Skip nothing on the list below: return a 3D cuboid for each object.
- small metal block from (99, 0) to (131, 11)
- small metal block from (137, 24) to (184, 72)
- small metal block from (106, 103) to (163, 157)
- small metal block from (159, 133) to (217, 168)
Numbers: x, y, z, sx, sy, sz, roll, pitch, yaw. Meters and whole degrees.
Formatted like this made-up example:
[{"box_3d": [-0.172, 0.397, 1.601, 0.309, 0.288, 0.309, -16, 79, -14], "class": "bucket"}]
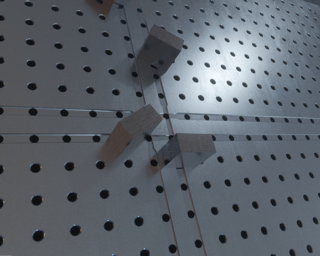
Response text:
[{"box_3d": [-0.078, -0.223, 0.502, 0.050, 0.025, 0.050, 44, 51, 2], "class": "small metal block"}, {"box_3d": [0.001, -0.119, 0.464, 0.050, 0.050, 0.025, 25, 53, -13], "class": "small metal block"}, {"box_3d": [-0.031, 0.003, 0.373, 0.050, 0.050, 0.025, -34, 81, -38], "class": "small metal block"}, {"box_3d": [0.034, 0.029, 0.392, 0.050, 0.050, 0.025, 3, 61, -27], "class": "small metal block"}]
